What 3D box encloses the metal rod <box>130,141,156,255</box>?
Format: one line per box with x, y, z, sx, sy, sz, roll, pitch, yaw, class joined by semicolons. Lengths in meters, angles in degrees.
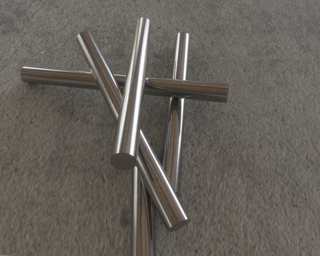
-0.015;0.136;0.288;0.025;0.025;0.300;-2;50;-2;metal rod

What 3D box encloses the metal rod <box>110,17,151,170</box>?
-0.030;-0.069;0.399;0.025;0.025;0.300;1;42;1;metal rod

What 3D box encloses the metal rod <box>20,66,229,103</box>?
-0.058;-0.063;0.433;0.301;0.025;0.025;7;50;14;metal rod

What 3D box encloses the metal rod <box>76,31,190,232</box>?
-0.046;-0.018;0.375;0.025;0.025;0.299;-20;58;-16;metal rod

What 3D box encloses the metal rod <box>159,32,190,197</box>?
0.024;-0.040;0.437;0.025;0.025;0.300;5;50;3;metal rod
